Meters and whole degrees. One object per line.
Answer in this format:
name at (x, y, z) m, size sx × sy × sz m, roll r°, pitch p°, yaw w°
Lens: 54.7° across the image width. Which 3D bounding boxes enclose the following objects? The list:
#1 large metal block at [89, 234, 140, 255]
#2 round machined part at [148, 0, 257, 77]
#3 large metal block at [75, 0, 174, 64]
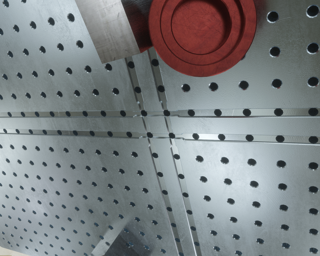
large metal block at (-0.088, 0.264, 0.605) m, size 0.080 × 0.050 × 0.080 m, roll 48°, pitch 129°, yaw -6°
round machined part at (0.039, -0.099, 0.300) m, size 0.099 × 0.042 × 0.097 m, roll 0°, pitch 102°, yaw 0°
large metal block at (-0.033, -0.121, 0.316) m, size 0.050 × 0.080 × 0.080 m, roll -6°, pitch 116°, yaw 35°
